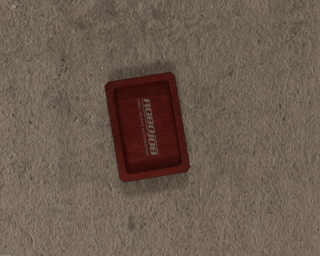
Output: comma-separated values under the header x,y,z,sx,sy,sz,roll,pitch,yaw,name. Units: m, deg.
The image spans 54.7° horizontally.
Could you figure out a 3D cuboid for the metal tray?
x,y,z,sx,sy,sz,roll,pitch,yaw,name
-0.016,-0.001,0.407,0.091,0.030,0.129,-9,90,-1,metal tray
